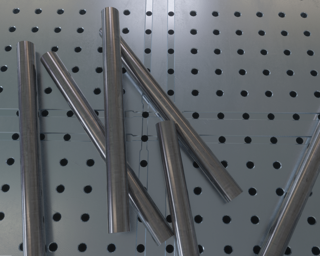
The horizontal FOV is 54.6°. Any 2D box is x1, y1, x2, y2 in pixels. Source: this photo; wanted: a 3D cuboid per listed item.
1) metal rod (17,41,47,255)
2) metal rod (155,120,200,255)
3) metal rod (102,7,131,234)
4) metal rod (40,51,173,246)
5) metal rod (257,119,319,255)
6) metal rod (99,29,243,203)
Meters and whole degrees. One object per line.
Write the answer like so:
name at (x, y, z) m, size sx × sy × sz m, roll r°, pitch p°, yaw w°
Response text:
metal rod at (-0.169, 0.018, 0.404) m, size 0.025 × 0.025 × 0.299 m, roll -10°, pitch 70°, yaw -4°
metal rod at (0.031, 0.136, 0.353) m, size 0.025 × 0.025 × 0.299 m, roll -9°, pitch 73°, yaw -3°
metal rod at (-0.058, -0.025, 0.392) m, size 0.025 × 0.025 × 0.299 m, roll -5°, pitch 70°, yaw -2°
metal rod at (-0.077, 0.015, 0.405) m, size 0.025 × 0.025 × 0.299 m, roll -32°, pitch 73°, yaw -11°
metal rod at (0.196, 0.041, 0.397) m, size 0.025 × 0.025 × 0.300 m, roll 30°, pitch 73°, yaw 10°
metal rod at (0.006, -0.030, 0.422) m, size 0.025 × 0.025 × 0.300 m, roll -33°, pitch 74°, yaw -11°
